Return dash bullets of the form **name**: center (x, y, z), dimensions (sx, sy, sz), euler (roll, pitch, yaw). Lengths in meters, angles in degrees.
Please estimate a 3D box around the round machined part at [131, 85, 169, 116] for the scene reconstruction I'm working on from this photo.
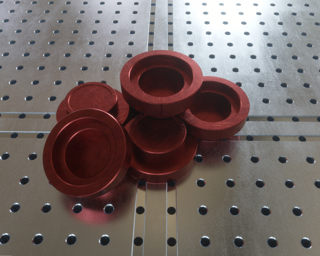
- **round machined part**: center (-0.003, -0.060, 0.447), dimensions (0.099, 0.042, 0.098), euler (0, 50, 0)

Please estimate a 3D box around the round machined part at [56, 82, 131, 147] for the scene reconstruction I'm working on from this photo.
- **round machined part**: center (-0.090, -0.024, 0.417), dimensions (0.099, 0.042, 0.098), euler (0, 50, 0)

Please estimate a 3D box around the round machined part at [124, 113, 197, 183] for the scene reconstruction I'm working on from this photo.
- **round machined part**: center (-0.003, 0.015, 0.383), dimensions (0.099, 0.042, 0.098), euler (0, 50, 0)

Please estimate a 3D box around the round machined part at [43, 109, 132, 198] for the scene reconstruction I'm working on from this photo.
- **round machined part**: center (-0.078, 0.030, 0.354), dimensions (0.098, 0.042, 0.098), euler (-4, 72, 13)

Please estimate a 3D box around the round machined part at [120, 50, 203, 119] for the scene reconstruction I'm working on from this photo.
- **round machined part**: center (0.002, -0.050, 0.383), dimensions (0.099, 0.042, 0.098), euler (0, 50, 0)

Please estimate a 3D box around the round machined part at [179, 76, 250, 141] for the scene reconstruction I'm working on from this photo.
- **round machined part**: center (0.066, -0.022, 0.415), dimensions (0.099, 0.042, 0.098), euler (0, 50, 0)
